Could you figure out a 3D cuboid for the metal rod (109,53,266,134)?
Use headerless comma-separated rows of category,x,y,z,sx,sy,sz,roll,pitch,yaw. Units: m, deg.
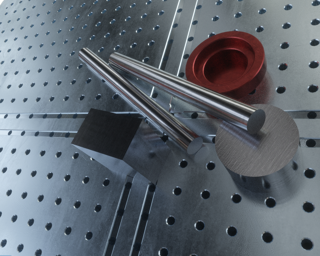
metal rod,0.008,-0.060,0.402,0.025,0.025,0.300,-49,40,-6

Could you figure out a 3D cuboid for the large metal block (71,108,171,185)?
large metal block,-0.045,0.023,0.381,0.080,0.080,0.050,13,68,33

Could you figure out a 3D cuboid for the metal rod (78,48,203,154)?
metal rod,-0.046,-0.056,0.464,0.025,0.025,0.300,-46,52,-4

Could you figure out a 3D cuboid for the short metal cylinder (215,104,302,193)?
short metal cylinder,0.104,0.022,0.324,0.080,0.050,0.080,-13,56,20

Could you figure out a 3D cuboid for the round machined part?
round machined part,0.086,-0.073,0.396,0.098,0.042,0.098,-13,56,20
